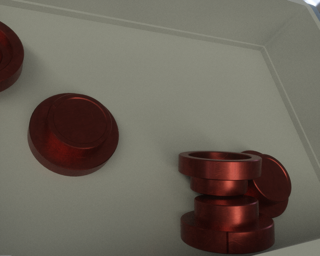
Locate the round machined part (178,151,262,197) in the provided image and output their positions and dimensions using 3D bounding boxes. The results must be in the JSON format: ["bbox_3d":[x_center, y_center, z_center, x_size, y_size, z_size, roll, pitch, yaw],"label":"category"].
[{"bbox_3d":[0.072,0.054,0.375,0.099,0.098,0.042,0,92,-29],"label":"round machined part"}]

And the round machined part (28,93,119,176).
[{"bbox_3d":[-0.092,0.001,0.345,0.099,0.042,0.098,14,56,-21],"label":"round machined part"}]

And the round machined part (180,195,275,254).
[{"bbox_3d":[0.071,0.097,0.335,0.099,0.098,0.042,0,88,-29],"label":"round machined part"}]

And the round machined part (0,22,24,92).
[{"bbox_3d":[-0.201,-0.074,0.332,0.099,0.042,0.098,14,56,-21],"label":"round machined part"}]

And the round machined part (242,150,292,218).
[{"bbox_3d":[0.140,0.075,0.427,0.099,0.042,0.098,14,56,-21],"label":"round machined part"}]
